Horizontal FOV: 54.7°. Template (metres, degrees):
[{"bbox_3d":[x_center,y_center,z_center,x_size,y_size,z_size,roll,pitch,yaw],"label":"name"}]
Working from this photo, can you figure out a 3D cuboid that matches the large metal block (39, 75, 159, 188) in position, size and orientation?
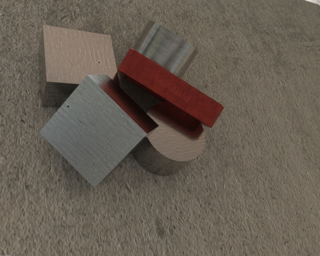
[{"bbox_3d":[-0.062,0.001,0.327,0.080,0.080,0.050,45,15,2],"label":"large metal block"}]

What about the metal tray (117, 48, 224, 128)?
[{"bbox_3d":[0.010,-0.049,0.400,0.130,0.090,0.030,31,92,-8],"label":"metal tray"}]

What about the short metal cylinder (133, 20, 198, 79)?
[{"bbox_3d":[0.006,-0.106,0.432,0.080,0.050,0.080,31,11,-6],"label":"short metal cylinder"}]

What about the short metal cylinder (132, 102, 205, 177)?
[{"bbox_3d":[0.009,0.014,0.386,0.081,0.050,0.080,14,56,-21],"label":"short metal cylinder"}]

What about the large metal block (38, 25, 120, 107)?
[{"bbox_3d":[-0.101,-0.071,0.376,0.081,0.050,0.080,1,61,-28],"label":"large metal block"}]
